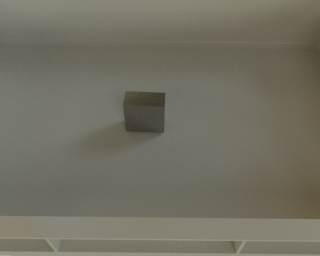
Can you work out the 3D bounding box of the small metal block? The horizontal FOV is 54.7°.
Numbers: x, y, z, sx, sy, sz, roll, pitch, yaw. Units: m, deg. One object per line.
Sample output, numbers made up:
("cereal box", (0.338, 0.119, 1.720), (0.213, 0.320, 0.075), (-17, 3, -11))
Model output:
("small metal block", (-0.019, -0.020, 0.401), (0.050, 0.050, 0.025), (2, 50, 2))
